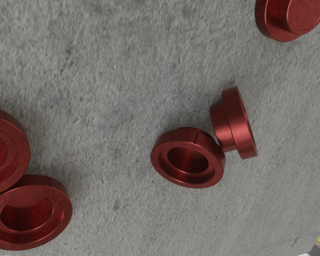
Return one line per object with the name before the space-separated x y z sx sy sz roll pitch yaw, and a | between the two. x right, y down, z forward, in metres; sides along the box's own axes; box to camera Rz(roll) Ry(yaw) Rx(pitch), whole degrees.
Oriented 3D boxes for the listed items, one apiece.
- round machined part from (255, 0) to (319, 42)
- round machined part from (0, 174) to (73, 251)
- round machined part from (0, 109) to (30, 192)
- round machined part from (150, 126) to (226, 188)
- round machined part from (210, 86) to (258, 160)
round machined part | 0.175 -0.158 0.396 0.099 0.042 0.097 -14 125 -21
round machined part | -0.158 0.094 0.368 0.099 0.042 0.097 -14 125 -21
round machined part | -0.184 0.020 0.308 0.099 0.042 0.097 -14 125 -21
round machined part | 0.040 0.036 0.420 0.098 0.042 0.097 12 138 12
round machined part | 0.099 -0.004 0.422 0.042 0.098 0.098 -17 131 17
